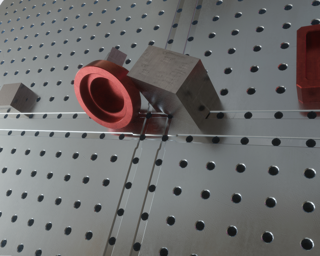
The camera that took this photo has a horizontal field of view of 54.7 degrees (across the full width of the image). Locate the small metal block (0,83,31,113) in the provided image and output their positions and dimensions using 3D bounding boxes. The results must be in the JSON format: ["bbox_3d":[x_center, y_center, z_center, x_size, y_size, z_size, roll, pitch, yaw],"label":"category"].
[{"bbox_3d":[-0.281,-0.057,0.587,0.050,0.025,0.050,0,62,27],"label":"small metal block"}]

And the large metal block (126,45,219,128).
[{"bbox_3d":[0.018,-0.053,0.395,0.080,0.080,0.050,26,76,36],"label":"large metal block"}]

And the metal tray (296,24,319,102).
[{"bbox_3d":[0.220,-0.077,0.336,0.130,0.030,0.090,-1,61,27],"label":"metal tray"}]

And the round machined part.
[{"bbox_3d":[-0.068,-0.050,0.435,0.098,0.097,0.042,6,36,30],"label":"round machined part"}]

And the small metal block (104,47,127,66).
[{"bbox_3d":[-0.080,-0.091,0.488,0.050,0.025,0.050,-27,40,60],"label":"small metal block"}]
